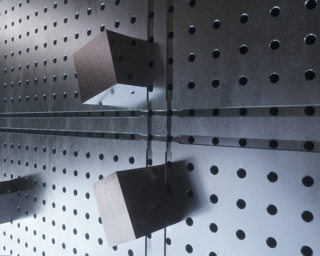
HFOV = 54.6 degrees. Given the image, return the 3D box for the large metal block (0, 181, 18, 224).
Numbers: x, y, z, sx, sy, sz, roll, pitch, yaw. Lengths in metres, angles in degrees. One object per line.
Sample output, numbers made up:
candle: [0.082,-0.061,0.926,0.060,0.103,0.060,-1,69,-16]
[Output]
large metal block: [-0.373,0.169,0.684,0.050,0.081,0.080,30,109,36]

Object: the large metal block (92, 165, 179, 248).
large metal block: [-0.031,0.098,0.400,0.050,0.081,0.080,-31,71,36]

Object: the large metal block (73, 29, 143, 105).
large metal block: [-0.078,-0.086,0.459,0.080,0.050,0.080,-21,77,38]
